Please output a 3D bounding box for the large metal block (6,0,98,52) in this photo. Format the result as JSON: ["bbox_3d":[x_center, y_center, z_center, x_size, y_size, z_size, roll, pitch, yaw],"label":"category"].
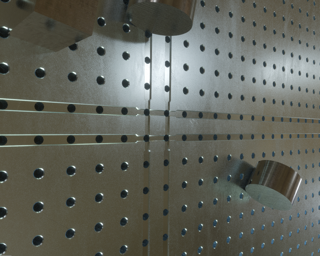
[{"bbox_3d":[-0.098,-0.125,0.291,0.050,0.080,0.080,14,81,-39],"label":"large metal block"}]

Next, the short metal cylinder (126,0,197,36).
[{"bbox_3d":[0.004,-0.153,0.376,0.081,0.080,0.050,16,80,-39],"label":"short metal cylinder"}]

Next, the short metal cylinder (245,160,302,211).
[{"bbox_3d":[0.197,0.100,0.539,0.080,0.080,0.050,48,61,-29],"label":"short metal cylinder"}]
